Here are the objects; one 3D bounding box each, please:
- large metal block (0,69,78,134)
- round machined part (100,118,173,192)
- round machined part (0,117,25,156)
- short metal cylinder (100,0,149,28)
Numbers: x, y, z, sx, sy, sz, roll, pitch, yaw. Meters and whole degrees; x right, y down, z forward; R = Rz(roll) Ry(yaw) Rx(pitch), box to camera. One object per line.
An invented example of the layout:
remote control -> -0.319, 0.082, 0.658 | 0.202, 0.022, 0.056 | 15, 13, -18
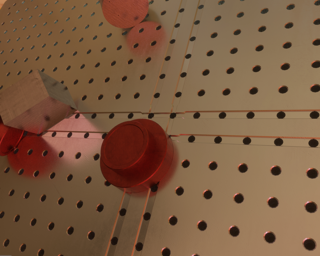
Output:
large metal block -> -0.193, -0.038, 0.489 | 0.080, 0.080, 0.050 | -31, 73, 7
round machined part -> -0.036, 0.029, 0.398 | 0.098, 0.042, 0.098 | -13, 56, 21
round machined part -> -0.258, 0.007, 0.506 | 0.042, 0.098, 0.098 | 27, 73, 0
short metal cylinder -> -0.065, -0.225, 0.545 | 0.080, 0.080, 0.050 | -27, 52, 11
